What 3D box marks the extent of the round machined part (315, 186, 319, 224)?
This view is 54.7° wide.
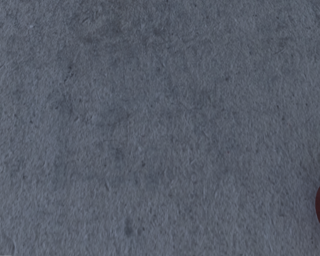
[{"bbox_3d":[0.233,0.098,0.366,0.099,0.042,0.098,0,70,-1],"label":"round machined part"}]
